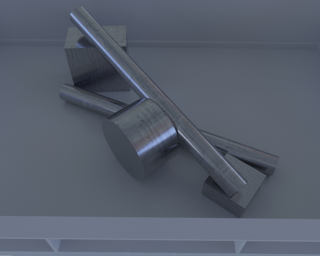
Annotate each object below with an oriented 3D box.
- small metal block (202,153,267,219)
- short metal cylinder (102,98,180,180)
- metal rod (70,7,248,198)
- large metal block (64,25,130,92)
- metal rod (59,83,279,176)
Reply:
[{"bbox_3d":[0.083,0.064,0.351,0.050,0.025,0.050,31,56,23],"label":"small metal block"},{"bbox_3d":[-0.023,0.012,0.356,0.050,0.080,0.080,-33,58,-25],"label":"short metal cylinder"},{"bbox_3d":[-0.014,-0.043,0.364,0.025,0.025,0.300,-33,70,-25],"label":"metal rod"},{"bbox_3d":[-0.086,-0.099,0.450,0.081,0.080,0.050,-3,50,-3],"label":"large metal block"},{"bbox_3d":[0.000,-0.004,0.406,0.301,0.025,0.025,20,53,15],"label":"metal rod"}]
